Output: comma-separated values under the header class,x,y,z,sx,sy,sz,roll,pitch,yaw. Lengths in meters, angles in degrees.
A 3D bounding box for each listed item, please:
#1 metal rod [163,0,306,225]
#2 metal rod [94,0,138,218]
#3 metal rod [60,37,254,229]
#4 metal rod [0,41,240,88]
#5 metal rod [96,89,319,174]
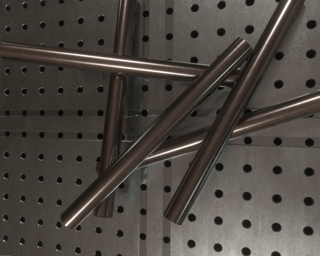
class,x,y,z,sx,sy,sz,roll,pitch,yaw
metal rod,0.087,-0.025,0.358,0.025,0.025,0.299,29,90,17
metal rod,-0.058,-0.034,0.414,0.025,0.025,0.298,4,85,19
metal rod,-0.008,0.011,0.368,0.300,0.025,0.025,-45,76,7
metal rod,-0.053,-0.081,0.392,0.302,0.025,0.025,8,93,5
metal rod,0.051,0.014,0.394,0.300,0.025,0.025,-19,84,18
